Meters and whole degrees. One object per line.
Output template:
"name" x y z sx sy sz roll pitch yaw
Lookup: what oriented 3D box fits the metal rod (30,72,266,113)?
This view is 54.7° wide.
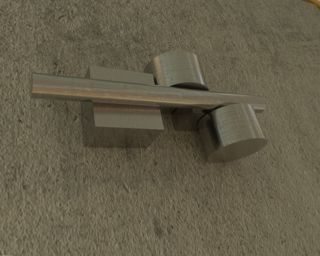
"metal rod" 0.009 -0.037 0.369 0.303 0.025 0.025 2 61 -29

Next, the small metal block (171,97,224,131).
"small metal block" 0.051 -0.018 0.428 0.050 0.050 0.025 1 62 -28

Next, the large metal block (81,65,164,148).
"large metal block" -0.049 -0.023 0.374 0.081 0.050 0.080 3 60 -27

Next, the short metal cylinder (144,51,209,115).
"short metal cylinder" 0.022 -0.059 0.420 0.081 0.080 0.050 2 61 -28

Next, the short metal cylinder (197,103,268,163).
"short metal cylinder" 0.096 0.009 0.418 0.081 0.080 0.050 0 62 -29
